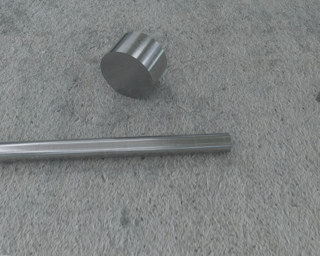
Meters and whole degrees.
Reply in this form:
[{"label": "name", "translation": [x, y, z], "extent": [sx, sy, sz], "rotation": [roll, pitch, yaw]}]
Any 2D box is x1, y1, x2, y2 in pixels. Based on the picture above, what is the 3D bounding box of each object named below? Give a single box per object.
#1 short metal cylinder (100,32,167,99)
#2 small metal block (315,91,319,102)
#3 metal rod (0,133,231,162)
[{"label": "short metal cylinder", "translation": [-0.037, -0.089, 0.441], "extent": [0.080, 0.080, 0.050], "rotation": [18, 52, 14]}, {"label": "small metal block", "translation": [0.265, -0.048, 0.447], "extent": [0.050, 0.025, 0.050], "rotation": [-33, 58, -25]}, {"label": "metal rod", "translation": [-0.065, 0.024, 0.381], "extent": [0.302, 0.025, 0.025], "rotation": [-2, 50, -3]}]
